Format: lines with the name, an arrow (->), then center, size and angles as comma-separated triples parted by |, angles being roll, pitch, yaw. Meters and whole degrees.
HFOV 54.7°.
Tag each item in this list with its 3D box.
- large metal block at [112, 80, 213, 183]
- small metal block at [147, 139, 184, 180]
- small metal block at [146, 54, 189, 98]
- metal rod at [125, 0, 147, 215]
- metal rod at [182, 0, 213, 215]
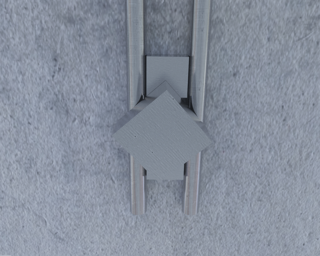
large metal block -> 0.003, 0.004, 0.370 | 0.080, 0.050, 0.080 | -39, 106, 13
small metal block -> 0.007, 0.043, 0.426 | 0.050, 0.025, 0.050 | 1, 110, -1
small metal block -> 0.009, -0.065, 0.386 | 0.050, 0.025, 0.050 | 1, 110, -1
metal rod -> -0.030, -0.019, 0.404 | 0.025, 0.025, 0.298 | 0, 110, -1
metal rod -> 0.047, -0.018, 0.405 | 0.025, 0.025, 0.298 | 0, 110, -1
